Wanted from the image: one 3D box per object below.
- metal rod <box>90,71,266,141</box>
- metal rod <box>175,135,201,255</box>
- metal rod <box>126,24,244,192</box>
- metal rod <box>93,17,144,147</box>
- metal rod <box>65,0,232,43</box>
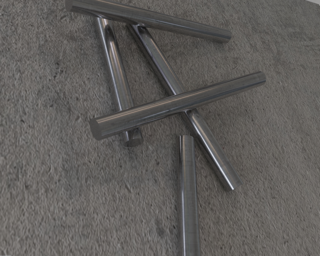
[{"bbox_3d":[0.047,-0.040,0.419,0.302,0.025,0.025,-20,72,-36],"label":"metal rod"},{"bbox_3d":[0.032,0.143,0.333,0.025,0.025,0.299,14,56,-21],"label":"metal rod"},{"bbox_3d":[0.028,-0.047,0.446,0.025,0.025,0.299,-19,72,-35],"label":"metal rod"},{"bbox_3d":[-0.071,-0.114,0.434,0.025,0.025,0.299,-2,63,-29],"label":"metal rod"},{"bbox_3d":[0.005,-0.163,0.478,0.302,0.025,0.025,-3,63,-39],"label":"metal rod"}]
